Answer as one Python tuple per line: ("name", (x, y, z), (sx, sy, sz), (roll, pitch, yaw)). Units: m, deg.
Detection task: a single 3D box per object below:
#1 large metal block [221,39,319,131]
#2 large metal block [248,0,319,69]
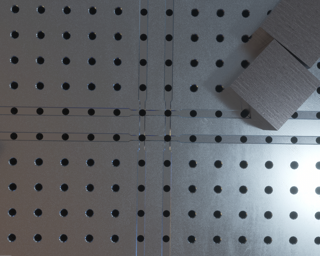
("large metal block", (0.142, -0.053, 0.403), (0.080, 0.050, 0.080), (43, 90, -1))
("large metal block", (0.179, -0.129, 0.403), (0.080, 0.050, 0.080), (39, 90, -1))
